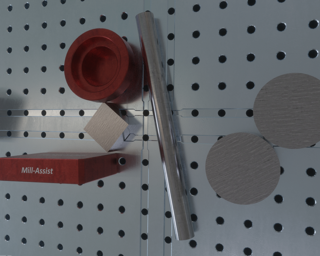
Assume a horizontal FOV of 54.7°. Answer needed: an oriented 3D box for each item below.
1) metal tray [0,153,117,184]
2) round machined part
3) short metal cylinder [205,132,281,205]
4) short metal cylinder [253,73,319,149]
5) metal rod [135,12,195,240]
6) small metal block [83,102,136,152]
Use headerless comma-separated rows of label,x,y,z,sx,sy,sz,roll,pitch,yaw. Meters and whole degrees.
metal tray,-0.137,0.052,0.426,0.130,0.090,0.030,-1,90,20
round machined part,-0.079,-0.083,0.429,0.098,0.042,0.097,-1,85,20
short metal cylinder,0.098,0.044,0.364,0.080,0.050,0.079,0,90,19
short metal cylinder,0.148,-0.018,0.347,0.080,0.050,0.079,0,90,20
metal rod,0.006,-0.005,0.410,0.025,0.025,0.298,-12,86,19
small metal block,-0.071,-0.001,0.438,0.050,0.025,0.050,42,103,15
